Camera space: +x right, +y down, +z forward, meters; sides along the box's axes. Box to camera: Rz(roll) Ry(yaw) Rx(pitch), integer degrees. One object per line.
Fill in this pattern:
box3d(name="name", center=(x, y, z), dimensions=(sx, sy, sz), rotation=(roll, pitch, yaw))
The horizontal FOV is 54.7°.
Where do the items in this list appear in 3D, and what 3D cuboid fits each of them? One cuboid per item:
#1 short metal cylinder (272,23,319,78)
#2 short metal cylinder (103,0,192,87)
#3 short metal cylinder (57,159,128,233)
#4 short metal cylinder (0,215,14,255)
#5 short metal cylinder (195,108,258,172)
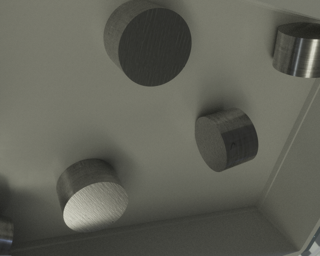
box3d(name="short metal cylinder", center=(0.198, -0.107, 0.418), dimensions=(0.081, 0.080, 0.050), rotation=(-16, 125, -20))
box3d(name="short metal cylinder", center=(-0.014, -0.091, 0.330), dimensions=(0.081, 0.050, 0.079), rotation=(-14, 125, -21))
box3d(name="short metal cylinder", center=(-0.088, 0.087, 0.399), dimensions=(0.081, 0.050, 0.079), rotation=(-14, 125, -21))
box3d(name="short metal cylinder", center=(-0.208, 0.133, 0.342), dimensions=(0.050, 0.080, 0.080), rotation=(31, 101, -38))
box3d(name="short metal cylinder", center=(0.091, 0.016, 0.435), dimensions=(0.050, 0.080, 0.079), rotation=(-17, 126, -19))
